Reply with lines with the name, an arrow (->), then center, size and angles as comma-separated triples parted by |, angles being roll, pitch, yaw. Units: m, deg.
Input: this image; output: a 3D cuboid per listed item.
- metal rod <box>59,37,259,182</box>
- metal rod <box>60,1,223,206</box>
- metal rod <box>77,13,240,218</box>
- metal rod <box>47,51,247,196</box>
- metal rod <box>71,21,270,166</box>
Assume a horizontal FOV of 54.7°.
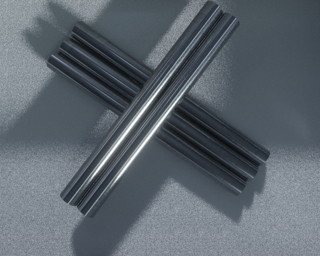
metal rod -> -0.001, -0.024, 0.410 | 0.301, 0.025, 0.025 | 34, 90, 0
metal rod -> -0.023, -0.030, 0.385 | 0.025, 0.025, 0.300 | 37, 90, 0
metal rod -> -0.002, -0.016, 0.385 | 0.025, 0.025, 0.300 | 37, 90, 0
metal rod -> -0.017, -0.005, 0.410 | 0.301, 0.025, 0.025 | 34, 90, 0
metal rod -> 0.014, -0.045, 0.410 | 0.301, 0.025, 0.025 | 35, 90, 0
